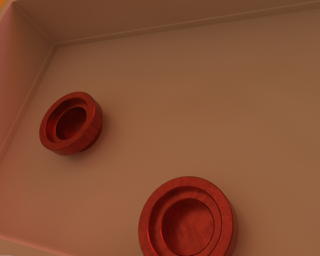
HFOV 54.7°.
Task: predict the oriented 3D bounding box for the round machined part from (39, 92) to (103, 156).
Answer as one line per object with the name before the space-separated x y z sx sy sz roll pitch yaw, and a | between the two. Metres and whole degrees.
round machined part | -0.127 -0.003 0.463 0.098 0.042 0.098 -13 56 21

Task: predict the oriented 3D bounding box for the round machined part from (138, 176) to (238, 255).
round machined part | 0.031 0.103 0.316 0.098 0.042 0.098 -13 56 21

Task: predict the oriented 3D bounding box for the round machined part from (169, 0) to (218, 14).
round machined part | 0.056 -0.241 0.516 0.098 0.042 0.098 -13 56 21
